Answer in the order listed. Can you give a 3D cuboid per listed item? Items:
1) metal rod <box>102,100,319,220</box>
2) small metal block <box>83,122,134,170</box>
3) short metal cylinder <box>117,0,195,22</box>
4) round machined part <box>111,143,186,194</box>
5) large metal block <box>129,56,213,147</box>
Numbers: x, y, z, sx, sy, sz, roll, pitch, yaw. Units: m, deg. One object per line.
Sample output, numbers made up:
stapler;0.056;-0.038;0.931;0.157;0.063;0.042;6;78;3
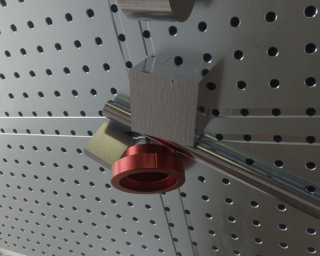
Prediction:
metal rod;0.060;0.035;0.400;0.301;0.025;0.025;25;127;12
small metal block;-0.073;0.027;0.445;0.050;0.050;0.025;30;152;9
short metal cylinder;-0.001;-0.141;0.288;0.050;0.080;0.079;10;123;22
round machined part;-0.016;0.054;0.420;0.099;0.042;0.098;-2;150;-1
large metal block;0.012;-0.033;0.367;0.080;0.050;0.079;14;124;20
